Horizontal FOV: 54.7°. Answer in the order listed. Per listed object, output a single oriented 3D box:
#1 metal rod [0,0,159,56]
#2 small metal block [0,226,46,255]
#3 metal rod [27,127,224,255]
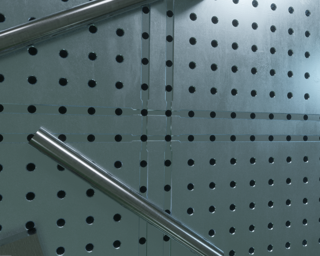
[{"bbox_3d":[-0.120,-0.124,0.367,0.302,0.025,0.025,-27,99,-18],"label":"metal rod"},{"bbox_3d":[-0.160,0.149,0.354,0.050,0.025,0.050,-16,96,-19],"label":"small metal block"},{"bbox_3d":[-0.032,0.097,0.400,0.301,0.025,0.025,38,78,-16],"label":"metal rod"}]
